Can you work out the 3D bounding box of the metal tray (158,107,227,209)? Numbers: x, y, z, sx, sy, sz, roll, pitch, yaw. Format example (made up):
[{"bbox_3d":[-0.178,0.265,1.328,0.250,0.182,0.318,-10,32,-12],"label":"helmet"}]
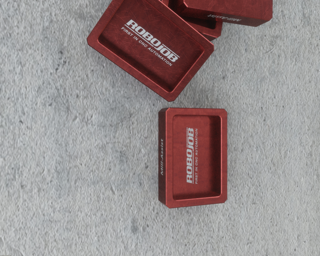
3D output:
[{"bbox_3d":[0.045,0.038,0.422,0.091,0.030,0.129,0,90,-20],"label":"metal tray"}]

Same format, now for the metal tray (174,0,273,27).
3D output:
[{"bbox_3d":[0.085,-0.189,0.405,0.131,0.030,0.089,1,90,-20],"label":"metal tray"}]

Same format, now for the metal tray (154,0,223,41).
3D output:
[{"bbox_3d":[0.046,-0.192,0.422,0.091,0.030,0.129,10,87,-20],"label":"metal tray"}]

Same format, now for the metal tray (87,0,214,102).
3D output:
[{"bbox_3d":[-0.011,-0.105,0.383,0.130,0.030,0.090,34,104,-17],"label":"metal tray"}]
